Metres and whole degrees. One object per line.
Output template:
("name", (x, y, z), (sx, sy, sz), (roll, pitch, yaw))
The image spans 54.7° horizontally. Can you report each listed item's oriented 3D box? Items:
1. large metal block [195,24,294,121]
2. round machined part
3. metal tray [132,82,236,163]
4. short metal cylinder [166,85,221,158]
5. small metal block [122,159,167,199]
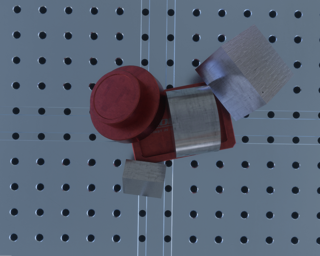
("large metal block", (0.104, -0.068, 0.378), (0.080, 0.050, 0.080), (-39, 91, -37))
("round machined part", (-0.046, -0.033, 0.382), (0.098, 0.042, 0.098), (-6, 74, 22))
("metal tray", (0.025, -0.007, 0.409), (0.131, 0.030, 0.089), (-11, 90, 0))
("short metal cylinder", (0.038, -0.008, 0.370), (0.050, 0.080, 0.080), (-9, 90, -1))
("small metal block", (-0.020, 0.066, 0.395), (0.050, 0.050, 0.025), (8, 56, 0))
